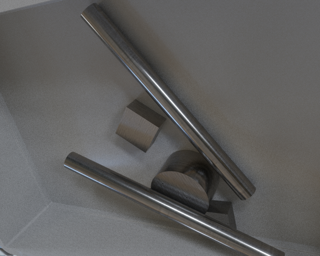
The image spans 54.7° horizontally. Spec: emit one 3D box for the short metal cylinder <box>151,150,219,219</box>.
[{"bbox_3d":[0.035,0.077,0.421,0.080,0.050,0.079,13,124,20],"label":"short metal cylinder"}]

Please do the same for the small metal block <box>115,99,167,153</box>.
[{"bbox_3d":[-0.026,-0.002,0.420,0.050,0.025,0.050,33,129,6],"label":"small metal block"}]

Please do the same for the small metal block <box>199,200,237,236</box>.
[{"bbox_3d":[0.080,0.132,0.447,0.050,0.025,0.050,-1,118,28],"label":"small metal block"}]

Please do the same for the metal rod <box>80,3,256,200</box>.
[{"bbox_3d":[0.015,-0.027,0.382,0.300,0.025,0.025,48,128,-7],"label":"metal rod"}]

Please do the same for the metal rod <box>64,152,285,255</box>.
[{"bbox_3d":[0.008,0.102,0.401,0.301,0.025,0.025,23,127,13],"label":"metal rod"}]
